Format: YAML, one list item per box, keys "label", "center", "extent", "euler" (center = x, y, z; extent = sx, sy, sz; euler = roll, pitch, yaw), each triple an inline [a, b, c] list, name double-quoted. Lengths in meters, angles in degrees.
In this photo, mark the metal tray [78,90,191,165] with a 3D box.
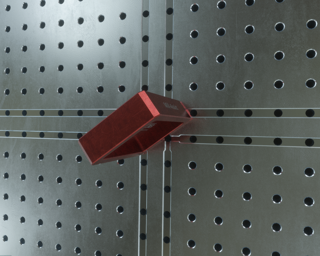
- label: "metal tray"
  center: [-0.022, 0.001, 0.364]
  extent: [0.090, 0.130, 0.030]
  euler: [-36, 78, 16]
